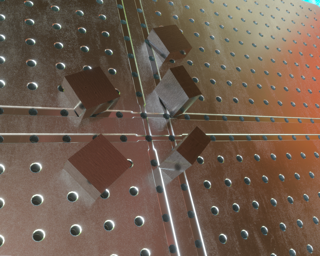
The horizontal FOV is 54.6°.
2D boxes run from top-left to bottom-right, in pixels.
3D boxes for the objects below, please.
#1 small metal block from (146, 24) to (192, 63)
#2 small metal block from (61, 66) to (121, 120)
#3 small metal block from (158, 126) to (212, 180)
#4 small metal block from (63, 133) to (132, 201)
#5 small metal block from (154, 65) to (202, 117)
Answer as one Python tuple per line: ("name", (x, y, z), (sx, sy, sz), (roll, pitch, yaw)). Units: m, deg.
("small metal block", (0.015, -0.136, 0.499), (0.050, 0.025, 0.050), (-23, 74, -36))
("small metal block", (-0.087, -0.045, 0.388), (0.050, 0.025, 0.050), (-27, 77, -37))
("small metal block", (0.031, 0.032, 0.389), (0.025, 0.050, 0.050), (43, 51, 1))
("small metal block", (-0.069, 0.043, 0.345), (0.050, 0.025, 0.050), (45, 51, 3))
("small metal block", (0.024, -0.051, 0.436), (0.025, 0.050, 0.050), (-22, 74, -36))
